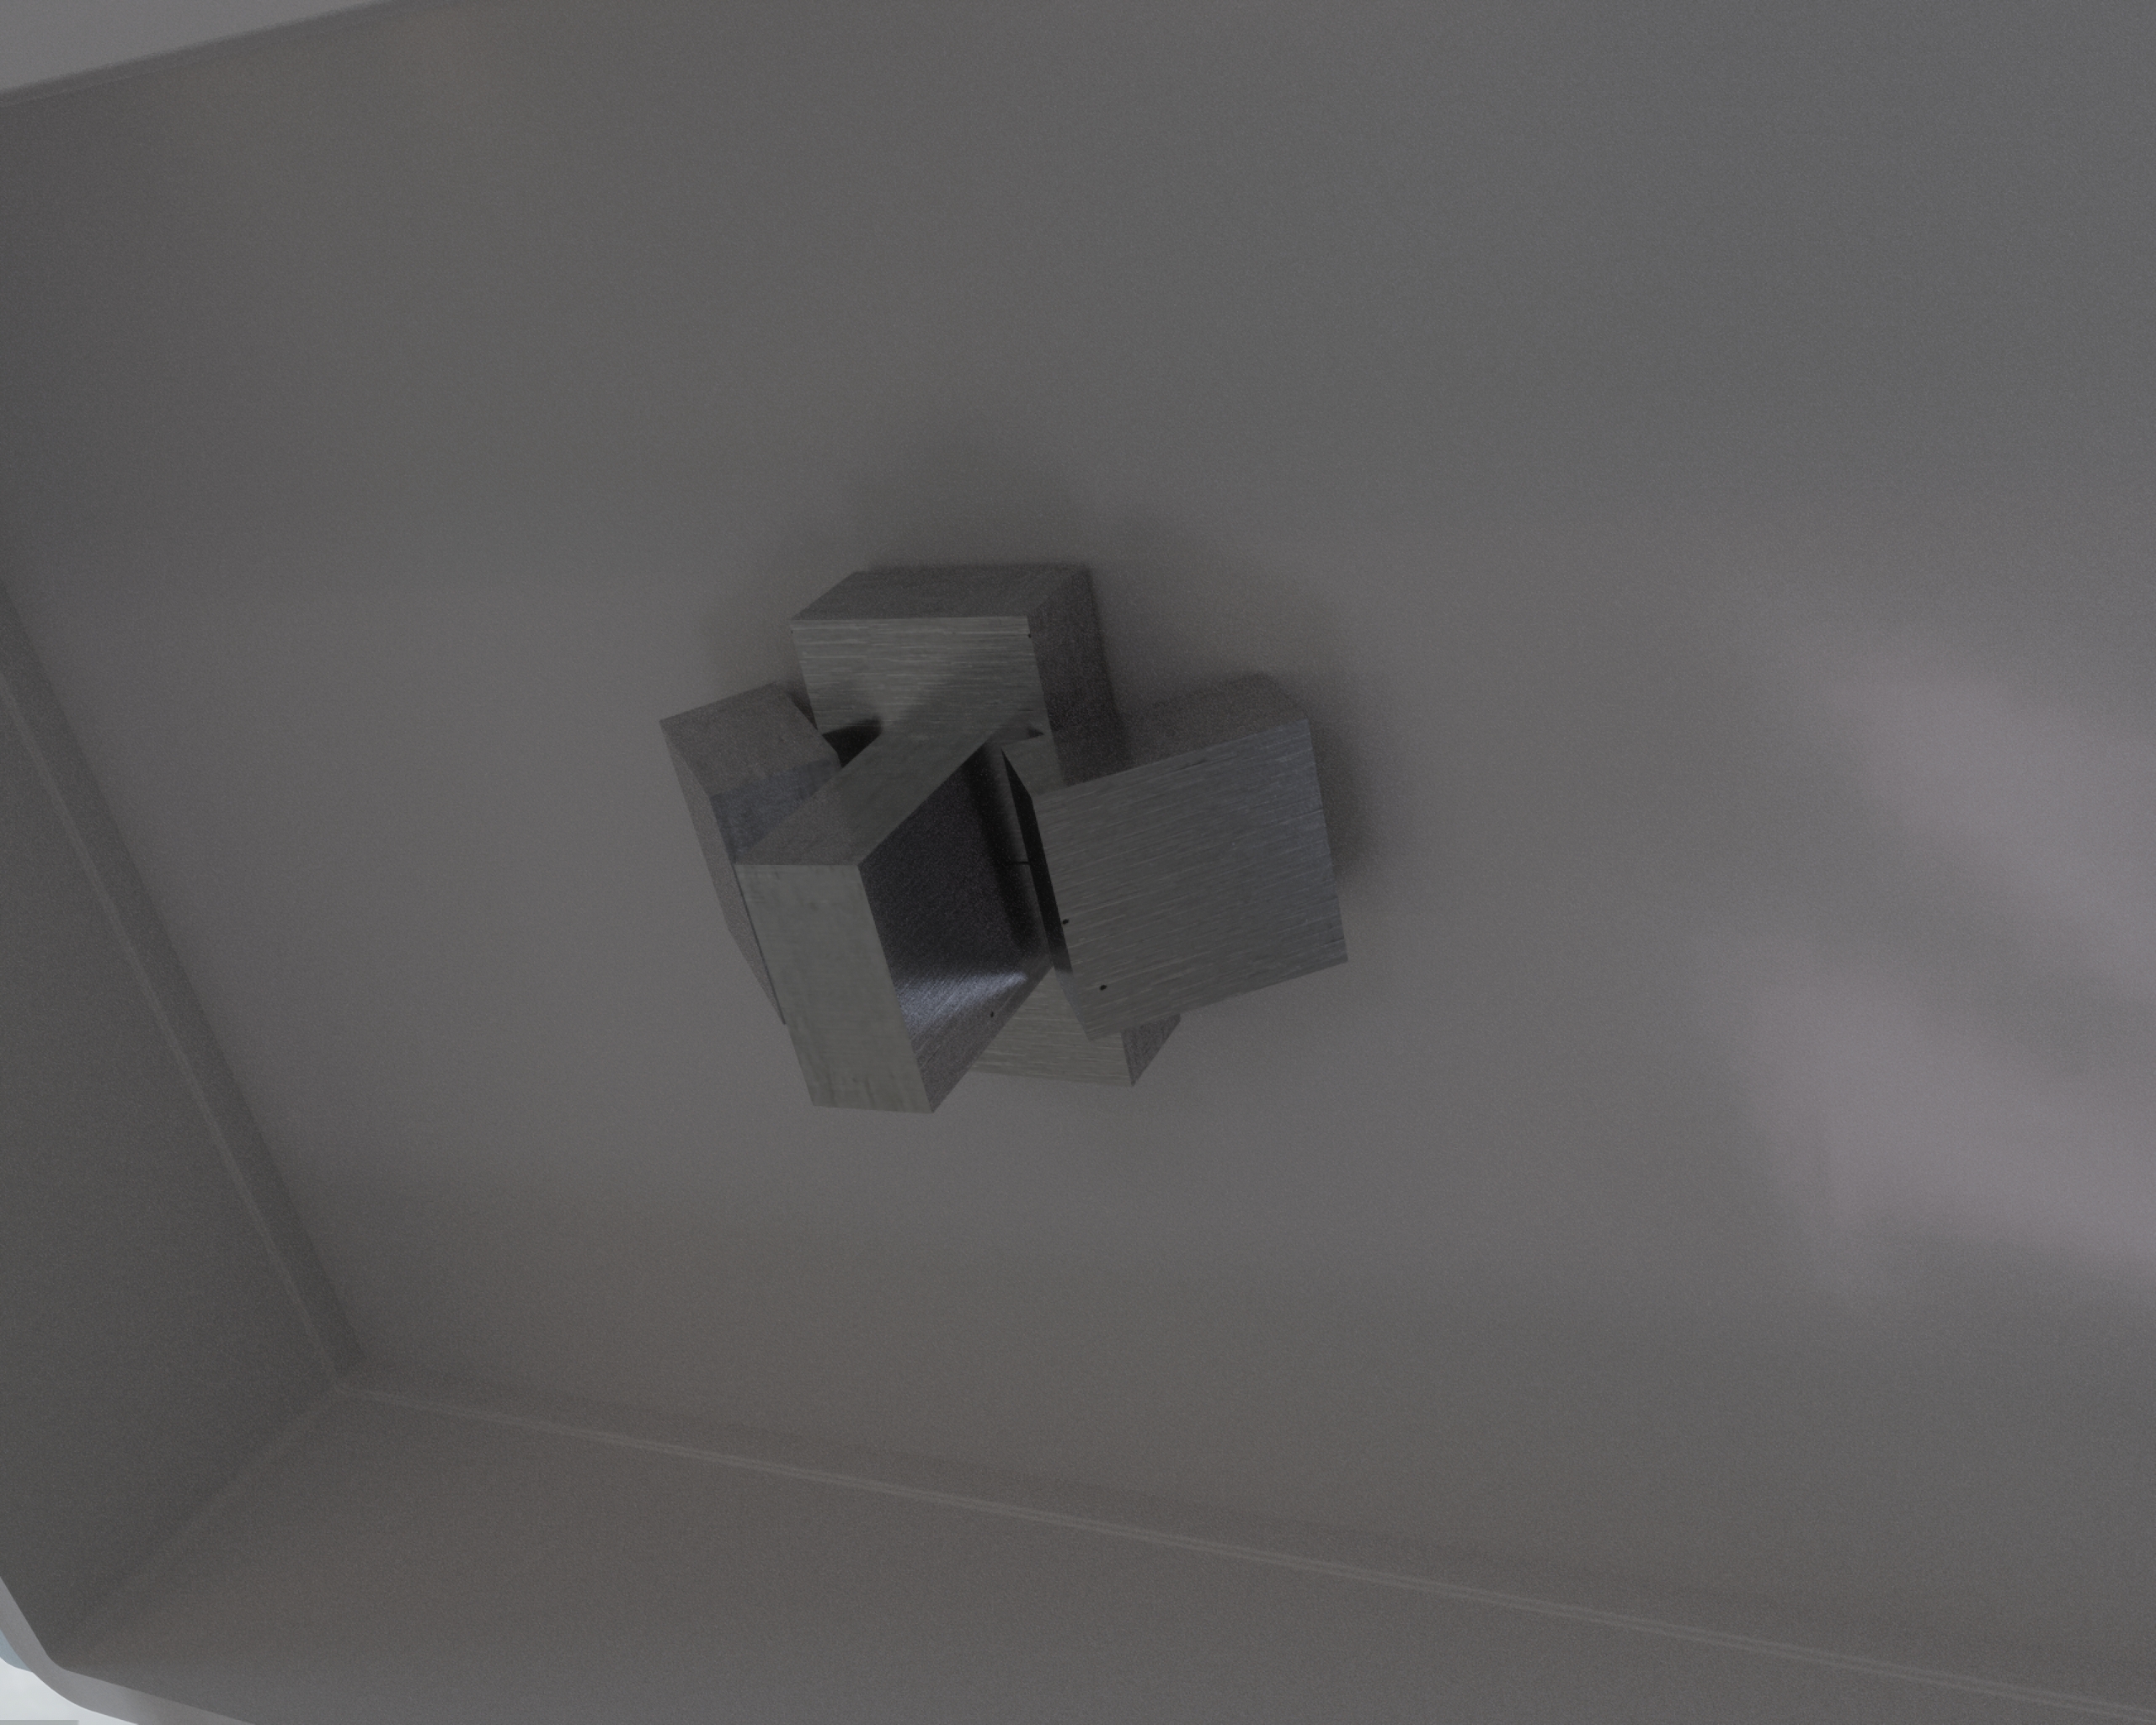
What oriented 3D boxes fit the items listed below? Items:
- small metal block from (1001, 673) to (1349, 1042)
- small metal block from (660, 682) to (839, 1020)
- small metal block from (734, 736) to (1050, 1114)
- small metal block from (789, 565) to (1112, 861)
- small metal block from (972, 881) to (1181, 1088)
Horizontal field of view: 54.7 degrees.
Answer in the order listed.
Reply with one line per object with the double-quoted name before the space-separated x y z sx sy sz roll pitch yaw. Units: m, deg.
"small metal block" 0.018 -0.001 0.381 0.050 0.025 0.050 -17 117 -8
"small metal block" -0.060 -0.003 0.419 0.050 0.025 0.050 -137 29 -60
"small metal block" -0.032 0.010 0.380 0.025 0.050 0.050 0 119 27
"small metal block" -0.022 -0.028 0.399 0.050 0.025 0.050 2 120 26
"small metal block" -0.011 0.016 0.421 0.050 0.025 0.050 3 120 27
